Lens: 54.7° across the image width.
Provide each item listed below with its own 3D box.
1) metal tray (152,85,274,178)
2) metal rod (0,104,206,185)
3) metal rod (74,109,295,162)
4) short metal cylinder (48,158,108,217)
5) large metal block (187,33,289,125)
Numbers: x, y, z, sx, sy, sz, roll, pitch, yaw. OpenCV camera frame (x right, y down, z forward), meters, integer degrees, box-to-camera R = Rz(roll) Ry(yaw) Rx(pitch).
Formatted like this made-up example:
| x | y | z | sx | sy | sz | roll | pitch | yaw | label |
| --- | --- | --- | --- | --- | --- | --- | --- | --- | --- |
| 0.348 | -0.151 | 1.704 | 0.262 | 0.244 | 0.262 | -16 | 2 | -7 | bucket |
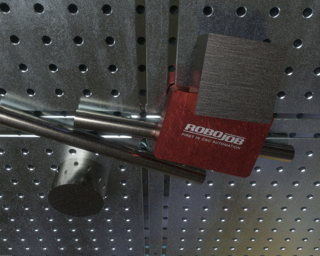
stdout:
| x | y | z | sx | sy | sz | roll | pitch | yaw | label |
| --- | --- | --- | --- | --- | --- | --- | --- | --- | --- |
| 0.064 | 0.006 | 0.391 | 0.131 | 0.030 | 0.089 | 14 | 108 | -10 | metal tray |
| -0.073 | 0.028 | 0.434 | 0.302 | 0.025 | 0.025 | 19 | 128 | -16 | metal rod |
| 0.039 | 0.012 | 0.422 | 0.302 | 0.025 | 0.025 | 10 | 130 | -9 | metal rod |
| -0.122 | 0.091 | 0.472 | 0.081 | 0.050 | 0.079 | 0 | 130 | 0 | short metal cylinder |
| 0.078 | -0.053 | 0.331 | 0.081 | 0.050 | 0.079 | 7 | 103 | -7 | large metal block |
